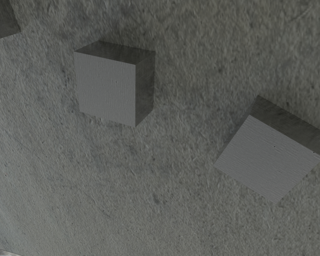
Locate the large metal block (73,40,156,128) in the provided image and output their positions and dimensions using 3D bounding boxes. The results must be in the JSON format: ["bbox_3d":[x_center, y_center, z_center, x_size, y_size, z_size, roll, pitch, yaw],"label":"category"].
[{"bbox_3d":[-0.054,-0.056,0.383,0.080,0.050,0.079,16,125,19],"label":"large metal block"}]

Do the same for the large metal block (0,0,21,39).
[{"bbox_3d":[-0.251,-0.161,0.421,0.080,0.050,0.079,2,120,27],"label":"large metal block"}]

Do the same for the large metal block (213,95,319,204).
[{"bbox_3d":[0.118,0.024,0.343,0.080,0.050,0.079,31,128,7],"label":"large metal block"}]
